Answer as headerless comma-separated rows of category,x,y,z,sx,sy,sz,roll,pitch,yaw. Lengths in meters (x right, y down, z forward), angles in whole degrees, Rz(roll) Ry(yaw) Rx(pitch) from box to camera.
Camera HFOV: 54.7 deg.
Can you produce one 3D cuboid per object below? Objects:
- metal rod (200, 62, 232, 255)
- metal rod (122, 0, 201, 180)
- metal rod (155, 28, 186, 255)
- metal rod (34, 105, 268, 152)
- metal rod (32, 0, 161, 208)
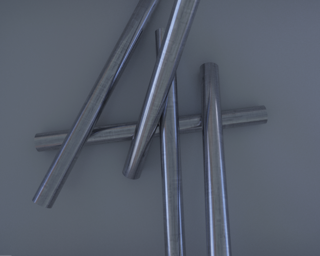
metal rod,0.062,0.055,0.350,0.025,0.025,0.299,1,65,0
metal rod,0.006,-0.067,0.347,0.025,0.025,0.298,19,115,0
metal rod,0.013,0.024,0.381,0.025,0.025,0.298,-3,83,0
metal rod,-0.011,0.001,0.411,0.302,0.025,0.025,-7,90,0
metal rod,-0.076,-0.042,0.392,0.025,0.025,0.299,26,82,0
